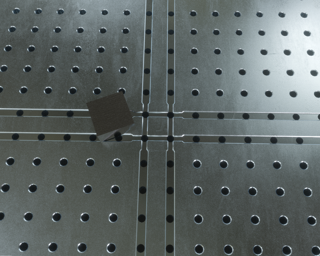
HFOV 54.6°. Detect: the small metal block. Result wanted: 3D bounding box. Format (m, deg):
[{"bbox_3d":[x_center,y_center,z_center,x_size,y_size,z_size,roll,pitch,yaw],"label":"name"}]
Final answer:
[{"bbox_3d":[-0.065,-0.015,0.417,0.050,0.025,0.050,-20,71,-7],"label":"small metal block"}]
